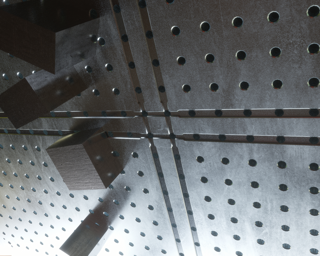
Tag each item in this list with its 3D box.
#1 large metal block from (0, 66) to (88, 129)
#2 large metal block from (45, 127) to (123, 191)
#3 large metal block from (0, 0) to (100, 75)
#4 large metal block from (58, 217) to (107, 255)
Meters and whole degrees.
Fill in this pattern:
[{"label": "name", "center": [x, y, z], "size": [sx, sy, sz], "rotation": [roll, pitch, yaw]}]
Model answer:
[{"label": "large metal block", "center": [-0.165, -0.048, 0.433], "size": [0.080, 0.080, 0.050], "rotation": [-19, 108, 35]}, {"label": "large metal block", "center": [-0.118, 0.050, 0.489], "size": [0.080, 0.050, 0.080], "rotation": [-10, 114, 32]}, {"label": "large metal block", "center": [-0.132, -0.115, 0.375], "size": [0.080, 0.080, 0.050], "rotation": [25, 127, 13]}, {"label": "large metal block", "center": [-0.154, 0.238, 0.605], "size": [0.050, 0.080, 0.079], "rotation": [29, 128, 10]}]
